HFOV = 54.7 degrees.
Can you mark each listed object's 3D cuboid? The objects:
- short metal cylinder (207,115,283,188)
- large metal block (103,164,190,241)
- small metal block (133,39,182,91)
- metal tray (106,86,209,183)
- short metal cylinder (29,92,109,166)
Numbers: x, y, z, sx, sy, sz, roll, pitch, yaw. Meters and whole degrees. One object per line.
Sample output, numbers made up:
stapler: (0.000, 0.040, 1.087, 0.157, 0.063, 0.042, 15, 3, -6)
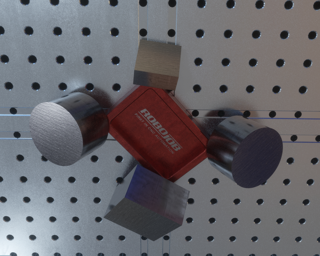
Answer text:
short metal cylinder: (0.108, 0.029, 0.395, 0.081, 0.050, 0.079, -10, 113, -25)
large metal block: (-0.019, 0.104, 0.420, 0.080, 0.050, 0.080, 29, 138, -11)
small metal block: (-0.003, -0.075, 0.369, 0.050, 0.050, 0.025, 9, 148, -3)
metal tray: (-0.001, 0.006, 0.412, 0.090, 0.030, 0.130, -40, 106, 13)
short metal cylinder: (-0.112, 0.000, 0.383, 0.080, 0.050, 0.079, 9, 113, 24)
